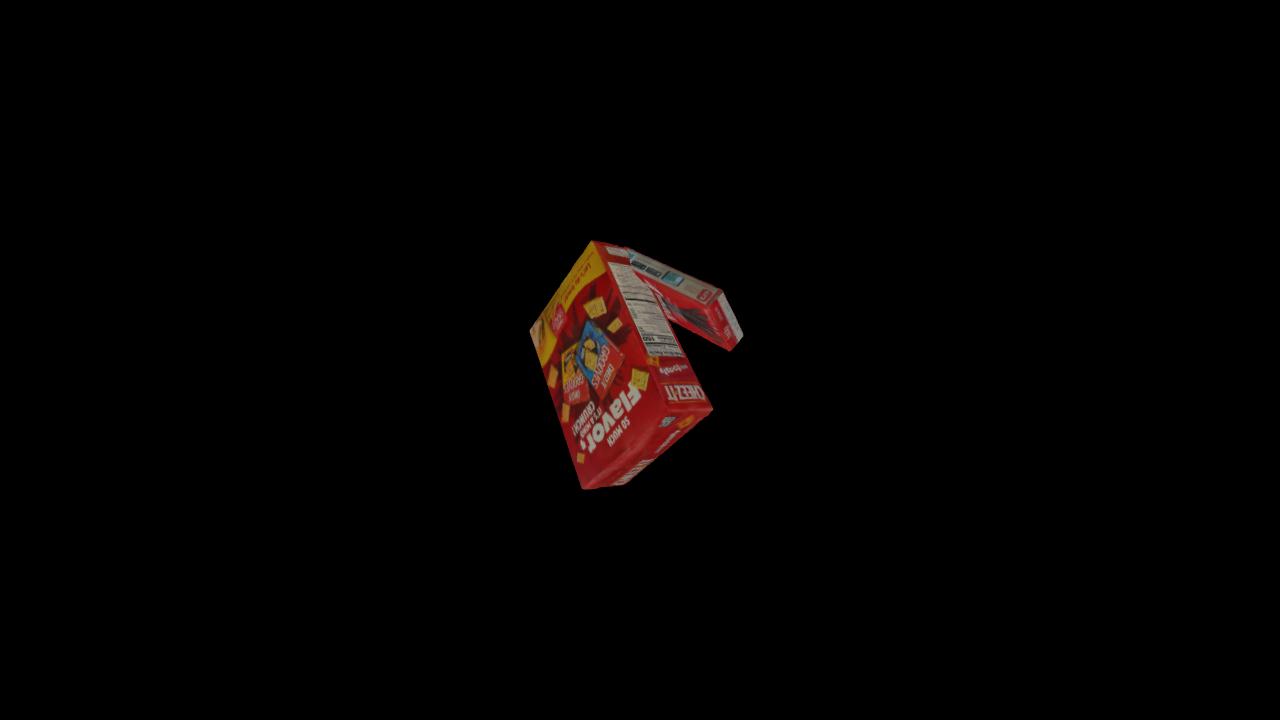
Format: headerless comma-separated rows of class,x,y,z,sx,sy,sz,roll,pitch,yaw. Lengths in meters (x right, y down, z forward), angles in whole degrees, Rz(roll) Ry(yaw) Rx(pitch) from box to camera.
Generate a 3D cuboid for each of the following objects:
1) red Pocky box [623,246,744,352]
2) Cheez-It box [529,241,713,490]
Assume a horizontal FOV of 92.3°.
red Pocky box,0.039,-0.068,0.677,0.155,0.028,0.083,31,-14,40
Cheez-It box,-0.033,0.006,0.682,0.071,0.223,0.166,2,-37,-40
